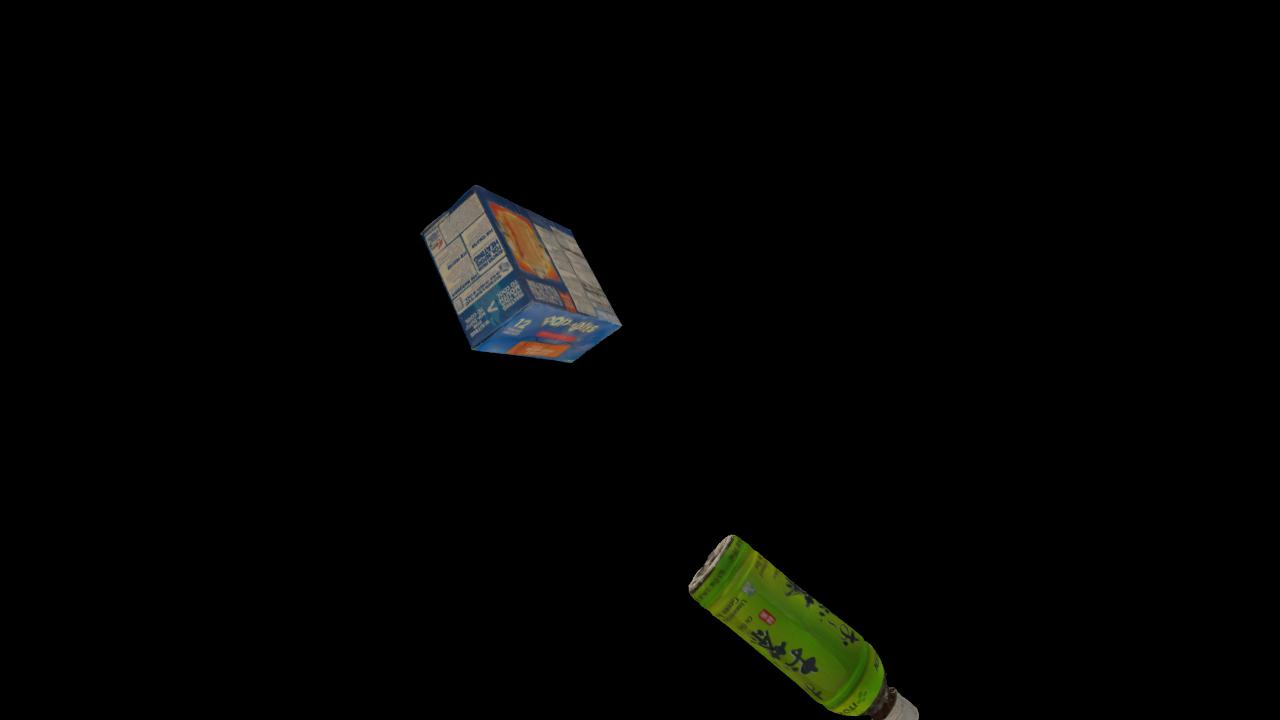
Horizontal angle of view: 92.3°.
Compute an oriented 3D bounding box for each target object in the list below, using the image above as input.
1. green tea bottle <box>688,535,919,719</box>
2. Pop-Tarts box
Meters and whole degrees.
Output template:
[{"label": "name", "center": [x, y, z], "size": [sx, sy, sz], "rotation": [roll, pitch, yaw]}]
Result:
[{"label": "green tea bottle", "center": [0.145, 0.245, 0.540], "size": [0.212, 0.073, 0.073], "rotation": [37, 6, 8]}, {"label": "Pop-Tarts box", "center": [-0.117, -0.080, 0.640], "size": [0.083, 0.141, 0.167], "rotation": [-36, -19, 21]}]
